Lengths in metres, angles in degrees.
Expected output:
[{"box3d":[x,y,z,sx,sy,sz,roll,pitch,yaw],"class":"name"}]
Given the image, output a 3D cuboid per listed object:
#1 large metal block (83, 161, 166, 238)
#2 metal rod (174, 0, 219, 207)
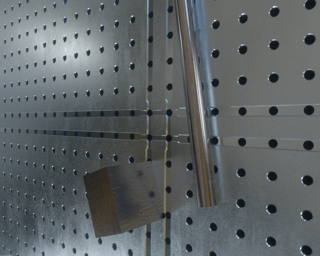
[{"box3d":[-0.047,0.092,0.412,0.050,0.081,0.080,-24,75,37],"class":"large metal block"},{"box3d":[0.040,-0.057,0.376,0.025,0.025,0.298,-10,84,39],"class":"metal rod"}]
